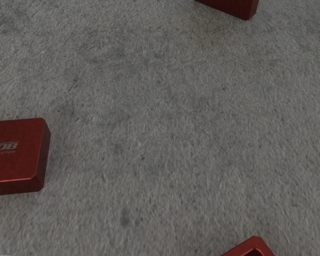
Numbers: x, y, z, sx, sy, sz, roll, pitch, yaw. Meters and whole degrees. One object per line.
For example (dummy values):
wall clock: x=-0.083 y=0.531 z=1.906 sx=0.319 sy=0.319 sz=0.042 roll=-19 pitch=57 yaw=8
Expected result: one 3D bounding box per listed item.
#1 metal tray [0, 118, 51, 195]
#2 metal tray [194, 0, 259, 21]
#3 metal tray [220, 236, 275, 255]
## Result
metal tray: x=-0.205 y=0.035 z=0.368 sx=0.131 sy=0.030 sz=0.090 roll=-5 pitch=50 yaw=-5
metal tray: x=0.127 y=-0.272 z=0.590 sx=0.130 sy=0.089 sz=0.030 roll=32 pitch=57 yaw=24
metal tray: x=0.058 y=0.164 z=0.262 sx=0.131 sy=0.030 sz=0.090 roll=-23 pitch=54 yaw=-19
